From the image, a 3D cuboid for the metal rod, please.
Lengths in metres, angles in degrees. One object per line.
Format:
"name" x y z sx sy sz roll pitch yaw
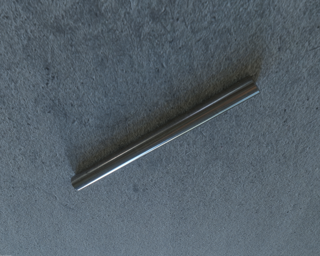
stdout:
"metal rod" -0.008 0.016 0.423 0.300 0.025 0.025 -30 124 22
